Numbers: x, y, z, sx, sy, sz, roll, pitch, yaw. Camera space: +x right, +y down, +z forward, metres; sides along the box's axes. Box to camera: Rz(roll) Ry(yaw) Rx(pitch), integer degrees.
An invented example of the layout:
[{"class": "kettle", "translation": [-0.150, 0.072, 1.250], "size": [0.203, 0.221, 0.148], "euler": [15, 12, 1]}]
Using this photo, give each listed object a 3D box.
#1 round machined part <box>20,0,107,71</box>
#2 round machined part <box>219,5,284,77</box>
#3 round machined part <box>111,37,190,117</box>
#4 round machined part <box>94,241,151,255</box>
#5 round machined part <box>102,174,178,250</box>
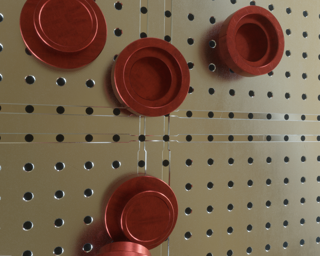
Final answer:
[{"class": "round machined part", "translation": [-0.111, -0.119, 0.363], "size": [0.099, 0.042, 0.097], "euler": [0, 90, -21]}, {"class": "round machined part", "translation": [0.128, -0.123, 0.452], "size": [0.099, 0.042, 0.097], "euler": [0, 90, -21]}, {"class": "round machined part", "translation": [-0.015, -0.063, 0.399], "size": [0.099, 0.042, 0.097], "euler": [0, 90, -21]}, {"class": "round machined part", "translation": [-0.045, 0.173, 0.371], "size": [0.099, 0.042, 0.097], "euler": [-1, 128, -1]}, {"class": "round machined part", "translation": [-0.021, 0.111, 0.397], "size": [0.099, 0.042, 0.097], "euler": [0, 90, -21]}]
